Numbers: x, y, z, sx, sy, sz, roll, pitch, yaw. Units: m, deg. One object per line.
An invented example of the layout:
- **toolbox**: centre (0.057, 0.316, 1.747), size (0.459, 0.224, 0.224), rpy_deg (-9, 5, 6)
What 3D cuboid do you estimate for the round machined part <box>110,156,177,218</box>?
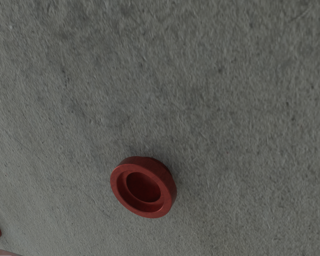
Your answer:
- **round machined part**: centre (-0.020, 0.082, 0.455), size (0.098, 0.042, 0.097), rpy_deg (13, 124, 20)
